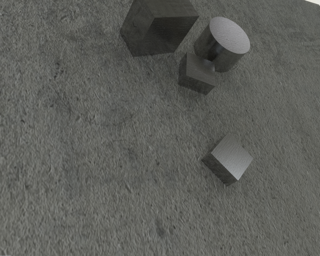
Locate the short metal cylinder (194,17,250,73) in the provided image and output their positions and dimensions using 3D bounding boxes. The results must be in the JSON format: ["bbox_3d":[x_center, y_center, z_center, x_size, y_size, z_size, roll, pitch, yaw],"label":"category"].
[{"bbox_3d":[0.106,-0.143,0.532,0.081,0.050,0.080,14,56,-21],"label":"short metal cylinder"}]

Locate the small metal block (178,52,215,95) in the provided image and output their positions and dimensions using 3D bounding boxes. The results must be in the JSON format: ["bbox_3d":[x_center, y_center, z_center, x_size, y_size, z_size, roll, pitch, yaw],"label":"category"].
[{"bbox_3d":[0.058,-0.086,0.487,0.050,0.025,0.050,17,55,-18],"label":"small metal block"}]

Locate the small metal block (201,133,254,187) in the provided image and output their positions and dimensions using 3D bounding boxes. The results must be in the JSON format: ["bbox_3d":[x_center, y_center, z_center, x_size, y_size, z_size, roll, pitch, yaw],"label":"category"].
[{"bbox_3d":[0.093,0.043,0.427,0.050,0.025,0.050,46,51,3],"label":"small metal block"}]

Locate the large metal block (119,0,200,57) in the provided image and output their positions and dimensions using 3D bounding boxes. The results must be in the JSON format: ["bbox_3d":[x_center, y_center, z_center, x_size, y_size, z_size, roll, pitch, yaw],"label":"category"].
[{"bbox_3d":[-0.003,-0.155,0.461,0.081,0.080,0.050,-16,71,-35],"label":"large metal block"}]
